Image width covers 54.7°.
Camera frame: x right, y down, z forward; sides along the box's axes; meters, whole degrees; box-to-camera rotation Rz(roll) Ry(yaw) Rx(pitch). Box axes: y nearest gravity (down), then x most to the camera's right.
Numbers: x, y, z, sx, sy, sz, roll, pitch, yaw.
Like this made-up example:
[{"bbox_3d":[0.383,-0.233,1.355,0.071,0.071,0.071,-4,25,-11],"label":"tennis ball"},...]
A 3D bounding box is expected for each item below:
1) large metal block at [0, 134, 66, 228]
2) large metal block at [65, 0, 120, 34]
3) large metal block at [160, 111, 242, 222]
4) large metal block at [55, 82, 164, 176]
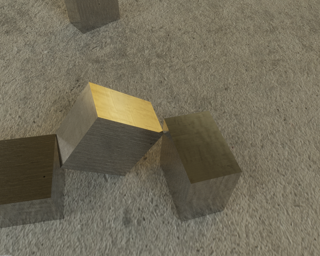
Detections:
[{"bbox_3d":[-0.151,0.057,0.337,0.081,0.050,0.080,-7,50,-6],"label":"large metal block"},{"bbox_3d":[-0.124,-0.230,0.560,0.081,0.080,0.050,-32,57,-24],"label":"large metal block"},{"bbox_3d":[0.037,0.041,0.331,0.050,0.080,0.080,-11,51,-13],"label":"large metal block"},{"bbox_3d":[-0.057,0.006,0.341,0.081,0.080,0.050,15,39,-39],"label":"large metal block"}]
